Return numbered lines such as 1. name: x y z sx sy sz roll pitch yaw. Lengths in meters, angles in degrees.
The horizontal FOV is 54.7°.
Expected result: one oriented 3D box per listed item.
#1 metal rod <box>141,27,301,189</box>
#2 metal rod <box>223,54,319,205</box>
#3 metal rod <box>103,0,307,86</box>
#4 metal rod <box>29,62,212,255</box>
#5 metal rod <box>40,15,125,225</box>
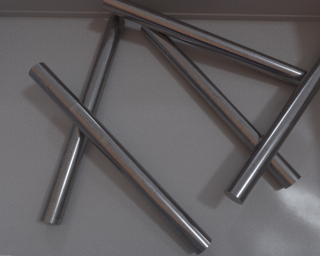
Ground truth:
1. metal rod: 0.074 -0.043 0.426 0.025 0.025 0.300 -36 74 -12
2. metal rod: 0.176 -0.030 0.397 0.025 0.025 0.301 37 72 12
3. metal rod: 0.065 -0.123 0.437 0.301 0.025 0.025 22 71 0
4. metal rod: -0.053 0.032 0.378 0.025 0.025 0.300 -43 83 -14
5. metal rod: -0.097 -0.025 0.417 0.025 0.025 0.299 12 70 4
